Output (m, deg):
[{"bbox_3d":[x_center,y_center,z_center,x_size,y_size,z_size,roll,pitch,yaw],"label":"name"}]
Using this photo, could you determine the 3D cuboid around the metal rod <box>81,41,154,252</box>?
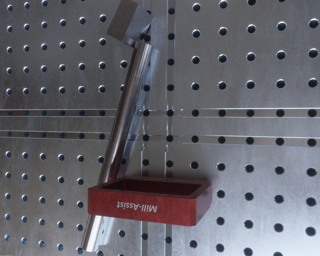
[{"bbox_3d":[-0.061,0.030,0.434,0.025,0.025,0.298,18,96,19],"label":"metal rod"}]

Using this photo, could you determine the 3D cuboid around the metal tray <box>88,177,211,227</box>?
[{"bbox_3d":[-0.010,0.086,0.381,0.130,0.090,0.030,1,91,20],"label":"metal tray"}]

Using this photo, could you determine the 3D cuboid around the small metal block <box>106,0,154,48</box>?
[{"bbox_3d":[-0.039,-0.137,0.413,0.025,0.050,0.050,30,100,17],"label":"small metal block"}]
